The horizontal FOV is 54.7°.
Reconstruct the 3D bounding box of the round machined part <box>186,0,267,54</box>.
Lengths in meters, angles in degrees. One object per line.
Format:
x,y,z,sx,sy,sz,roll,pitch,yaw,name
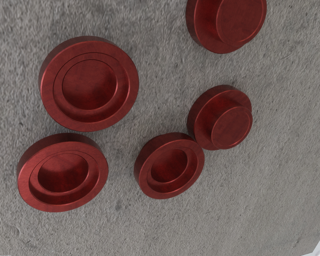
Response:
0.083,-0.133,0.358,0.099,0.042,0.097,-14,124,-21,round machined part

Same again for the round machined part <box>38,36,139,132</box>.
-0.075,-0.048,0.325,0.099,0.042,0.097,-14,124,-21,round machined part

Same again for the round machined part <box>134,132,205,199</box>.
0.009,0.047,0.430,0.099,0.042,0.097,-14,124,-21,round machined part

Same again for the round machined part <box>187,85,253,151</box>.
0.091,-0.008,0.440,0.099,0.042,0.097,-14,124,-21,round machined part

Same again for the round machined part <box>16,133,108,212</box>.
-0.114,0.047,0.363,0.099,0.042,0.097,-14,124,-21,round machined part
